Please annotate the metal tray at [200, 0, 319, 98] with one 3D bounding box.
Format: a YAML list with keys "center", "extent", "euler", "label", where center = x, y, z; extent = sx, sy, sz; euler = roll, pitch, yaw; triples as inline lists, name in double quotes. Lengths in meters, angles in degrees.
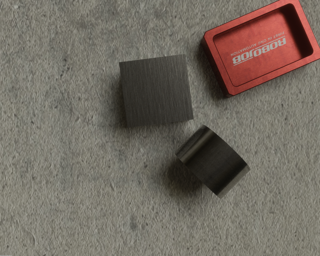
- center: [0.131, -0.105, 0.408]
  extent: [0.131, 0.030, 0.090]
  euler: [-24, 90, 0]
  label: "metal tray"

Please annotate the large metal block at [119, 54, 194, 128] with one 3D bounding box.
- center: [-0.004, -0.045, 0.397]
  extent: [0.080, 0.050, 0.080]
  euler: [-7, 90, 0]
  label: "large metal block"

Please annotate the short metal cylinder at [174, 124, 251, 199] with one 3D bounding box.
- center: [0.064, 0.041, 0.383]
  extent: [0.080, 0.080, 0.050]
  euler: [45, 90, 0]
  label: "short metal cylinder"
